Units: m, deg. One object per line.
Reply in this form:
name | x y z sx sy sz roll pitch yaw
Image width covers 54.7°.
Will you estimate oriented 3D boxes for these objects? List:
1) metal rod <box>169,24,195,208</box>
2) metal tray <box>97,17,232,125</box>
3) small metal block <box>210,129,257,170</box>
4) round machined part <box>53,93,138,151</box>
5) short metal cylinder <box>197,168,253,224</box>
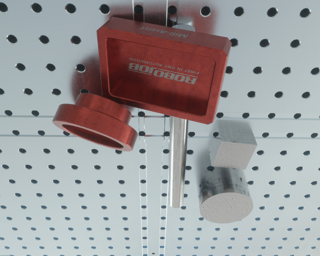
metal rod | 0.025 0.010 0.420 0.025 0.025 0.298 -1 130 0
metal tray | 0.002 -0.060 0.330 0.131 0.030 0.089 14 132 11
small metal block | 0.103 0.031 0.440 0.050 0.025 0.050 6 130 -6
round machined part | -0.072 -0.008 0.371 0.098 0.042 0.098 17 166 5
short metal cylinder | 0.100 0.106 0.488 0.081 0.050 0.079 -1 130 0
